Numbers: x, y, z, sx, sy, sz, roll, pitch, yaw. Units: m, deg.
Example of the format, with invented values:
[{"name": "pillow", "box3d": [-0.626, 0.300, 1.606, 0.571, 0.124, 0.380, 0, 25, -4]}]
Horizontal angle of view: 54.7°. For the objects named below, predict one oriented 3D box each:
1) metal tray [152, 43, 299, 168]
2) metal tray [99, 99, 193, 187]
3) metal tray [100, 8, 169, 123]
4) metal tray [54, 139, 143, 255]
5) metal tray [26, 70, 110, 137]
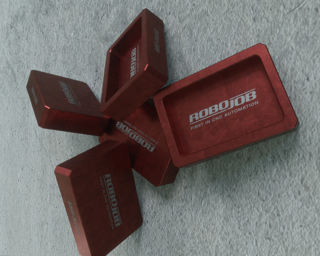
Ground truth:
[{"name": "metal tray", "box3d": [0.065, -0.019, 0.327, 0.130, 0.030, 0.090, -23, 75, 22]}, {"name": "metal tray", "box3d": [-0.023, 0.008, 0.420, 0.130, 0.030, 0.089, 32, 110, 35]}, {"name": "metal tray", "box3d": [-0.034, -0.081, 0.391, 0.090, 0.030, 0.130, -38, 38, 33]}, {"name": "metal tray", "box3d": [-0.073, 0.091, 0.396, 0.030, 0.091, 0.129, 7, 115, 40]}, {"name": "metal tray", "box3d": [-0.138, -0.038, 0.455, 0.130, 0.091, 0.030, 48, 120, 48]}]
